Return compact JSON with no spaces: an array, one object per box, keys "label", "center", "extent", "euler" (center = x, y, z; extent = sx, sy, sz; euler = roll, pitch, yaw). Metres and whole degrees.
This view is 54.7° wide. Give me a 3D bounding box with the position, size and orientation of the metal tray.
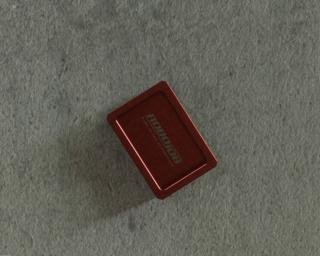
[{"label":"metal tray","center":[0.003,0.015,0.407],"extent":[0.090,0.030,0.130],"euler":[-32,90,-1]}]
